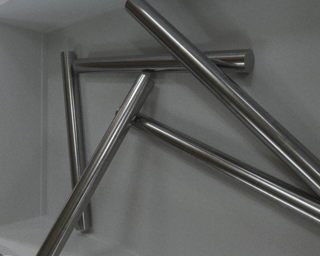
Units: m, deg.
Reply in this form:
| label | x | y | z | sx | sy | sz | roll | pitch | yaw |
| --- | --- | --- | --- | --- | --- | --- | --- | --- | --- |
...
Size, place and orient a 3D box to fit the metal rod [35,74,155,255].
| label | x | y | z | sx | sy | sz | roll | pitch | yaw |
| --- | --- | --- | --- | --- | --- | --- | --- | --- | --- |
| metal rod | -0.088 | 0.063 | 0.396 | 0.025 | 0.025 | 0.299 | 21 | 78 | 38 |

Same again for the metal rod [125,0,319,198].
| label | x | y | z | sx | sy | sz | roll | pitch | yaw |
| --- | --- | --- | --- | --- | --- | --- | --- | --- | --- |
| metal rod | 0.062 | -0.047 | 0.328 | 0.300 | 0.025 | 0.025 | 48 | 119 | 20 |

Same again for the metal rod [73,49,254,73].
| label | x | y | z | sx | sy | sz | roll | pitch | yaw |
| --- | --- | --- | --- | --- | --- | --- | --- | --- | --- |
| metal rod | -0.020 | -0.088 | 0.423 | 0.300 | 0.025 | 0.025 | 8 | 95 | 39 |

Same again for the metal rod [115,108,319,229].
| label | x | y | z | sx | sy | sz | roll | pitch | yaw |
| --- | --- | --- | --- | --- | --- | --- | --- | --- | --- |
| metal rod | 0.052 | 0.032 | 0.363 | 0.300 | 0.025 | 0.025 | 26 | 107 | 37 |

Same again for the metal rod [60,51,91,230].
| label | x | y | z | sx | sy | sz | roll | pitch | yaw |
| --- | --- | --- | --- | --- | --- | --- | --- | --- | --- |
| metal rod | -0.144 | 0.018 | 0.525 | 0.025 | 0.025 | 0.298 | -11 | 83 | 39 |
